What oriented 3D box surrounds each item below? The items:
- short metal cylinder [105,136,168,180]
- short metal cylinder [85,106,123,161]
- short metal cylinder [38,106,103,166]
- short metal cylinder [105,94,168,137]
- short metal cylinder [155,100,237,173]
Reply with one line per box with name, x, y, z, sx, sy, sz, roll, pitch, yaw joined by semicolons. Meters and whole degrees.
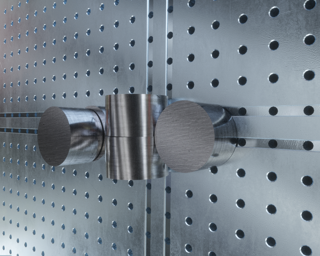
short metal cylinder;-0.030;0.036;0.398;0.080;0.081;0.050;-1;89;40
short metal cylinder;-0.082;0.008;0.461;0.080;0.050;0.079;0;90;39
short metal cylinder;-0.125;0.011;0.429;0.080;0.050;0.079;0;90;40
short metal cylinder;-0.030;-0.016;0.399;0.080;0.081;0.050;1;92;40
short metal cylinder;0.041;0.009;0.359;0.080;0.050;0.079;0;90;39
